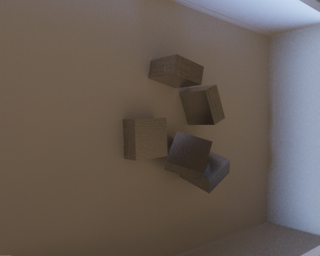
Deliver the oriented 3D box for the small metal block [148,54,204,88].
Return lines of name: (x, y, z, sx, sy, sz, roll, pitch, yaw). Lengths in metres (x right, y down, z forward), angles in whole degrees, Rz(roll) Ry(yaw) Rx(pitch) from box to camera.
small metal block: (0.021, -0.073, 0.410, 0.050, 0.050, 0.025, 14, 81, -40)

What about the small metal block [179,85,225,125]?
small metal block: (0.060, -0.032, 0.443, 0.025, 0.050, 0.050, -29, 109, -37)

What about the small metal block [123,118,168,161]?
small metal block: (-0.018, 0.013, 0.393, 0.050, 0.025, 0.050, -4, 92, -40)

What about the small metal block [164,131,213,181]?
small metal block: (0.038, 0.037, 0.417, 0.025, 0.050, 0.050, 96, 13, -57)

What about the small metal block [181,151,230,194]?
small metal block: (0.064, 0.059, 0.443, 0.050, 0.050, 0.025, -36, 136, -34)
